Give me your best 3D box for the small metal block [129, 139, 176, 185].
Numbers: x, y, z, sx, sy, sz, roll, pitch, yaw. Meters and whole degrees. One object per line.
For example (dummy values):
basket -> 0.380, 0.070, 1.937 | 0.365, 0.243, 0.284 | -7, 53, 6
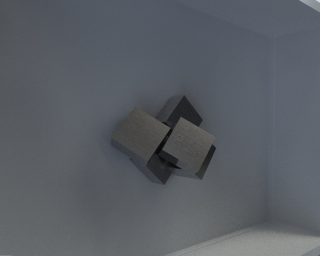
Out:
small metal block -> -0.004, 0.038, 0.403 | 0.050, 0.025, 0.050 | 50, 60, -29

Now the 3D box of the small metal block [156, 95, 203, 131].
small metal block -> 0.026, -0.010, 0.428 | 0.050, 0.025, 0.050 | 50, 60, -29

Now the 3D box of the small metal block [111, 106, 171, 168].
small metal block -> -0.023, 0.011, 0.371 | 0.050, 0.025, 0.050 | 32, 65, 6

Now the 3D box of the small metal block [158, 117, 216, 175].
small metal block -> 0.033, 0.023, 0.386 | 0.050, 0.025, 0.050 | 31, 67, 0

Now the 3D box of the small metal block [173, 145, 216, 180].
small metal block -> 0.042, 0.040, 0.425 | 0.025, 0.050, 0.050 | 43, 64, -32
